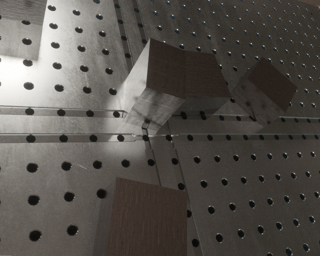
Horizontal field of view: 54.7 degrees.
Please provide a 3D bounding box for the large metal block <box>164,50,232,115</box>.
[{"bbox_3d":[0.048,-0.067,0.460,0.081,0.050,0.080,-2,63,-29],"label":"large metal block"}]

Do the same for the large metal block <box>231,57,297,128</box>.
[{"bbox_3d":[0.176,-0.062,0.527,0.080,0.050,0.080,41,51,0],"label":"large metal block"}]

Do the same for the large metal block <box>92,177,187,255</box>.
[{"bbox_3d":[-0.020,0.104,0.319,0.081,0.050,0.080,16,55,-20],"label":"large metal block"}]

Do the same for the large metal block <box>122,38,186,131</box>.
[{"bbox_3d":[-0.008,-0.054,0.403,0.050,0.080,0.080,16,55,-20],"label":"large metal block"}]

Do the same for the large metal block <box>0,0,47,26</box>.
[{"bbox_3d":[-0.184,-0.183,0.386,0.081,0.080,0.050,4,60,-27],"label":"large metal block"}]
